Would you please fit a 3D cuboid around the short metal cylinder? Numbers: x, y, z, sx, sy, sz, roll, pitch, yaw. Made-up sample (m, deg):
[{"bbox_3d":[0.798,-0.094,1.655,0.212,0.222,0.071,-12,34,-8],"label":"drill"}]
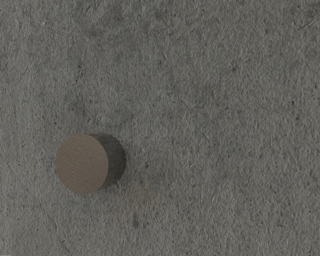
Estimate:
[{"bbox_3d":[-0.095,0.047,0.430,0.080,0.050,0.080,0,90,20],"label":"short metal cylinder"}]
